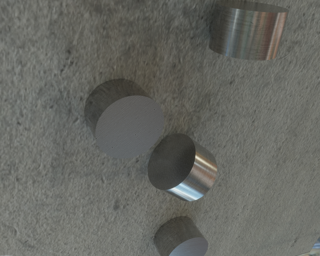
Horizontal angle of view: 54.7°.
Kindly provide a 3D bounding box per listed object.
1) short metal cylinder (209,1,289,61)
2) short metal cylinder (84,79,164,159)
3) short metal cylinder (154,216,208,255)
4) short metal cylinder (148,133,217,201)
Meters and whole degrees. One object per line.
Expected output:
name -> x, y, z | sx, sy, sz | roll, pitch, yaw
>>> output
short metal cylinder -> 0.100, -0.115, 0.357 | 0.081, 0.080, 0.050 | -9, 123, -24
short metal cylinder -> -0.042, -0.011, 0.362 | 0.081, 0.050, 0.079 | -14, 125, -21
short metal cylinder -> 0.036, 0.201, 0.537 | 0.081, 0.050, 0.079 | -14, 125, -21
short metal cylinder -> 0.030, 0.054, 0.423 | 0.080, 0.080, 0.050 | -50, 129, 7
